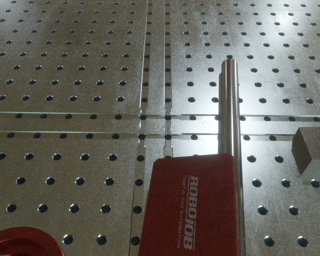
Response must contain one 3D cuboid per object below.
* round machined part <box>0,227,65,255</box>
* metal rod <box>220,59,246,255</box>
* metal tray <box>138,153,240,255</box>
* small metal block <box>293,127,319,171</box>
[{"bbox_3d":[-0.129,0.143,0.275,0.099,0.042,0.098,0,50,0],"label":"round machined part"},{"bbox_3d":[0.091,0.013,0.397,0.025,0.025,0.300,6,50,5],"label":"metal rod"},{"bbox_3d":[0.032,0.089,0.313,0.090,0.030,0.130,-6,48,18],"label":"metal tray"},{"bbox_3d":[0.203,0.026,0.389,0.050,0.025,0.050,-1,50,-1],"label":"small metal block"}]
